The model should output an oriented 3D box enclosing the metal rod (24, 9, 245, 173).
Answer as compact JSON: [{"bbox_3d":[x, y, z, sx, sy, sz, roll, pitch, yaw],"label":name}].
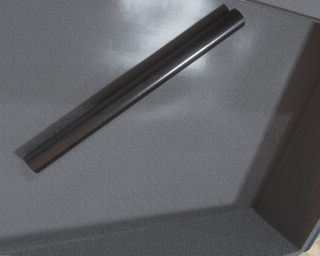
[{"bbox_3d":[-0.026,-0.046,0.367,0.301,0.025,0.025,-36,130,-5],"label":"metal rod"}]
